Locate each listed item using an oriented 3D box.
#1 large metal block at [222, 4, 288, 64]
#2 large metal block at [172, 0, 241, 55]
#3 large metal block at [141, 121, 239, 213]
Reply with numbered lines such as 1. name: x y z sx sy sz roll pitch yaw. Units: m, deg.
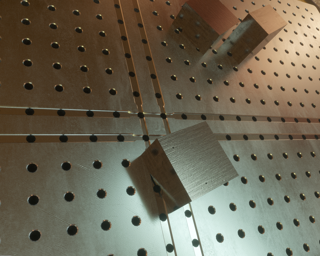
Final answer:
1. large metal block: 0.176 -0.174 0.577 0.081 0.080 0.050 -34 81 -38
2. large metal block: 0.084 -0.189 0.555 0.080 0.050 0.080 46 51 3
3. large metal block: 0.036 0.046 0.385 0.081 0.050 0.080 -18 72 -35
